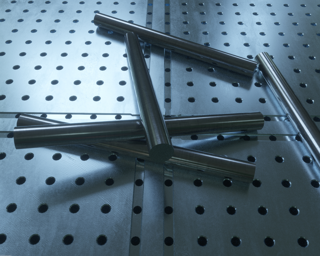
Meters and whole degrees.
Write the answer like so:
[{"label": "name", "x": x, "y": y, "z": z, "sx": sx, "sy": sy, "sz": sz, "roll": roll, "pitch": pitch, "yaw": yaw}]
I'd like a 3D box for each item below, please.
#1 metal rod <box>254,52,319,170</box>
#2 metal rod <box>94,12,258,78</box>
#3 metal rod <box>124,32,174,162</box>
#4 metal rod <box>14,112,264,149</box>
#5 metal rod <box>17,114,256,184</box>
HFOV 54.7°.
[{"label": "metal rod", "x": 0.193, "y": -0.001, "z": 0.410, "sx": 0.025, "sy": 0.025, "sz": 0.300, "roll": -8, "pitch": 51, "yaw": -7}, {"label": "metal rod", "x": 0.017, "y": -0.147, "z": 0.530, "sx": 0.301, "sy": 0.025, "sz": 0.025, "roll": 23, "pitch": 54, "yaw": 17}, {"label": "metal rod", "x": -0.024, "y": -0.065, "z": 0.421, "sx": 0.025, "sy": 0.025, "sz": 0.300, "roll": -8, "pitch": 38, "yaw": -7}, {"label": "metal rod", "x": -0.012, "y": 0.001, "z": 0.378, "sx": 0.302, "sy": 0.025, "sz": 0.025, "roll": -4, "pitch": 50, "yaw": -15}, {"label": "metal rod", "x": -0.036, "y": 0.023, "z": 0.387, "sx": 0.301, "sy": 0.025, "sz": 0.025, "roll": 12, "pitch": 51, "yaw": 9}]
